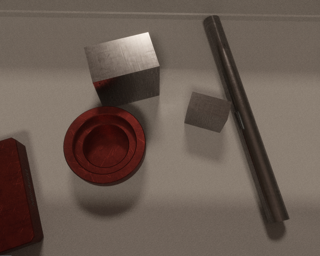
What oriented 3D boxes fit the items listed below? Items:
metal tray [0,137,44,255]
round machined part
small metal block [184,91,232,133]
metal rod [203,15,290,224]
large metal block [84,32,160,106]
[{"bbox_3d":[-0.202,0.086,0.373,0.091,0.030,0.130,-18,71,-7],"label":"metal tray"},{"bbox_3d":[-0.066,0.025,0.391,0.099,0.042,0.098,0,70,-1],"label":"round machined part"},{"bbox_3d":[0.061,-0.019,0.404,0.050,0.050,0.025,16,71,5],"label":"small metal block"},{"bbox_3d":[0.110,-0.025,0.420,0.025,0.025,0.299,-12,70,-5],"label":"metal rod"},{"bbox_3d":[-0.046,-0.072,0.406,0.081,0.080,0.050,-15,71,-6],"label":"large metal block"}]
